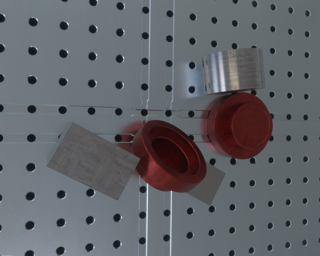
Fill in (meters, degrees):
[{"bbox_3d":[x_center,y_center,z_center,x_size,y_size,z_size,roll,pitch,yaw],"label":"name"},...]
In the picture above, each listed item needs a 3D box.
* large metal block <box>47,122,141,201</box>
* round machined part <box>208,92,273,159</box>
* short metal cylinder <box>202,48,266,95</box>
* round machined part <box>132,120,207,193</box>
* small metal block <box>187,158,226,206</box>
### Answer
[{"bbox_3d":[-0.079,0.035,0.354,0.080,0.080,0.050,31,80,-18],"label":"large metal block"},{"bbox_3d":[0.122,-0.003,0.448,0.099,0.042,0.097,0,90,-20],"label":"round machined part"},{"bbox_3d":[0.099,-0.074,0.420,0.081,0.080,0.050,-7,93,-20],"label":"short metal cylinder"},{"bbox_3d":[0.007,0.040,0.387,0.098,0.098,0.042,31,121,-18],"label":"round machined part"},{"bbox_3d":[0.056,0.073,0.433,0.050,0.025,0.050,32,80,-17],"label":"small metal block"}]
